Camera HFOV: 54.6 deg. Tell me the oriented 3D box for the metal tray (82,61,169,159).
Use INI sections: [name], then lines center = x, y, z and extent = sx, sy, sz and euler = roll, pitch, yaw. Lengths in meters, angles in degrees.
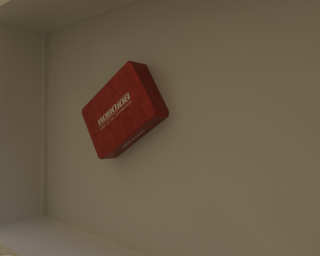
[metal tray]
center = -0.056, -0.023, 0.451
extent = 0.130, 0.030, 0.090
euler = -38, 67, 33
